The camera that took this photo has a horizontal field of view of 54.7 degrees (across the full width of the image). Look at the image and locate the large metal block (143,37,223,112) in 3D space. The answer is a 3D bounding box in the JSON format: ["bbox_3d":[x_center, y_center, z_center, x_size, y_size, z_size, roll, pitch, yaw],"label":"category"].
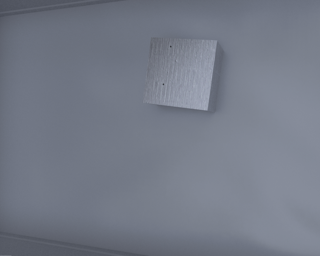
[{"bbox_3d":[0.030,-0.065,0.386,0.080,0.050,0.079,8,93,19],"label":"large metal block"}]
